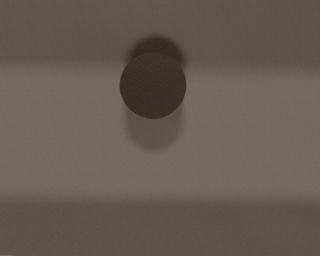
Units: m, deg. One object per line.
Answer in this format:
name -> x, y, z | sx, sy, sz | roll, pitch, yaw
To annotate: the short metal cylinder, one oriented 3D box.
short metal cylinder -> -0.009, -0.052, 0.399 | 0.081, 0.050, 0.079 | 0, 90, -1
